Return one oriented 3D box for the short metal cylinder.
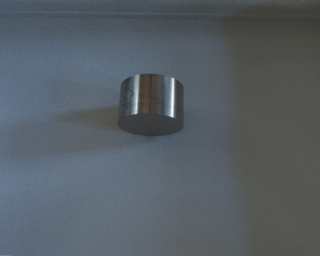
[{"bbox_3d":[-0.011,-0.026,0.387,0.080,0.080,0.050,2,70,1],"label":"short metal cylinder"}]
